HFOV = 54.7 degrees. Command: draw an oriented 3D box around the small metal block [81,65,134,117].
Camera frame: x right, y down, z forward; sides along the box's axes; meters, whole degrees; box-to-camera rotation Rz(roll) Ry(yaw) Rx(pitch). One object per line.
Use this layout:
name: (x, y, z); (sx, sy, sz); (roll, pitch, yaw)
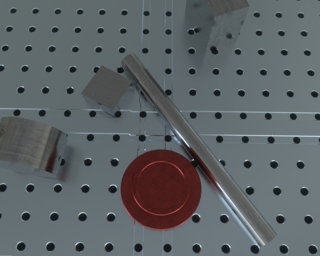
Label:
small metal block: (-0.071, -0.051, 0.430); (0.050, 0.025, 0.050); (28, 72, 9)

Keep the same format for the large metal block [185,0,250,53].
large metal block: (0.078, -0.170, 0.446); (0.050, 0.080, 0.080); (-20, 72, -7)

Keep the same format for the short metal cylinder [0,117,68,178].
short metal cylinder: (-0.157, 0.025, 0.371); (0.080, 0.080, 0.050); (10, 71, 3)

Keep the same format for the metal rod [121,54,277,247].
metal rod: (0.041, 0.017, 0.406); (0.025, 0.025, 0.299); (-34, 74, -12)

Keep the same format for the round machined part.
round machined part: (0.001, 0.073, 0.376); (0.099, 0.042, 0.098); (0, 70, -1)
